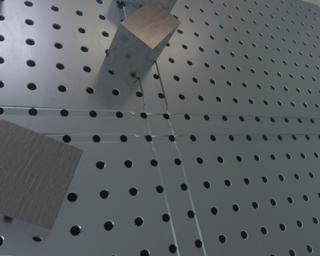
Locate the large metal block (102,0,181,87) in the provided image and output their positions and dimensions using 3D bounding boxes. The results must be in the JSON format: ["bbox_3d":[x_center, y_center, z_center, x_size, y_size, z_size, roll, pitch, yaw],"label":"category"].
[{"bbox_3d":[-0.026,-0.117,0.430,0.050,0.080,0.080,39,51,-2],"label":"large metal block"}]

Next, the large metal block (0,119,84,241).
[{"bbox_3d":[-0.129,0.050,0.292,0.080,0.050,0.080,24,53,-14],"label":"large metal block"}]

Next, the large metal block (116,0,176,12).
[{"bbox_3d":[-0.017,-0.229,0.522,0.080,0.050,0.080,38,51,-3],"label":"large metal block"}]
